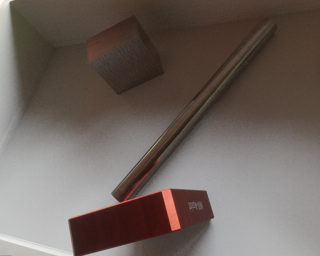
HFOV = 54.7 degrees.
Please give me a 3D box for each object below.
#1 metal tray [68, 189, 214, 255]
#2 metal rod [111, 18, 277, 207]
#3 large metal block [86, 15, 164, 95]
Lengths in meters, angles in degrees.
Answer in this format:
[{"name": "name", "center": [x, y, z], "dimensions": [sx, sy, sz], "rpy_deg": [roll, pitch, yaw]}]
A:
[{"name": "metal tray", "center": [-0.008, 0.084, 0.288], "dimensions": [0.090, 0.130, 0.030], "rpy_deg": [-20, 72, 16]}, {"name": "metal rod", "center": [0.048, -0.025, 0.395], "dimensions": [0.300, 0.025, 0.025], "rpy_deg": [-49, 52, -7]}, {"name": "large metal block", "center": [-0.051, -0.106, 0.460], "dimensions": [0.080, 0.080, 0.050], "rpy_deg": [-23, 54, 14]}]
